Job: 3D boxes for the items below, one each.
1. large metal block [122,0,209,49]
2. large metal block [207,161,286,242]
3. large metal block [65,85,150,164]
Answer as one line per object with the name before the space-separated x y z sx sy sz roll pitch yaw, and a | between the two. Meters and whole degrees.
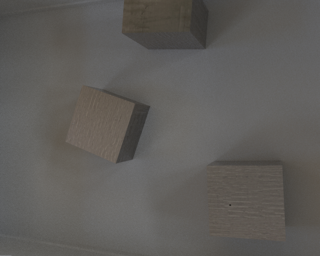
large metal block | 0.010 -0.130 0.378 0.080 0.080 0.050 5 92 20
large metal block | 0.101 0.081 0.361 0.080 0.050 0.080 -3 89 20
large metal block | -0.070 -0.006 0.422 0.080 0.050 0.080 21 97 18
